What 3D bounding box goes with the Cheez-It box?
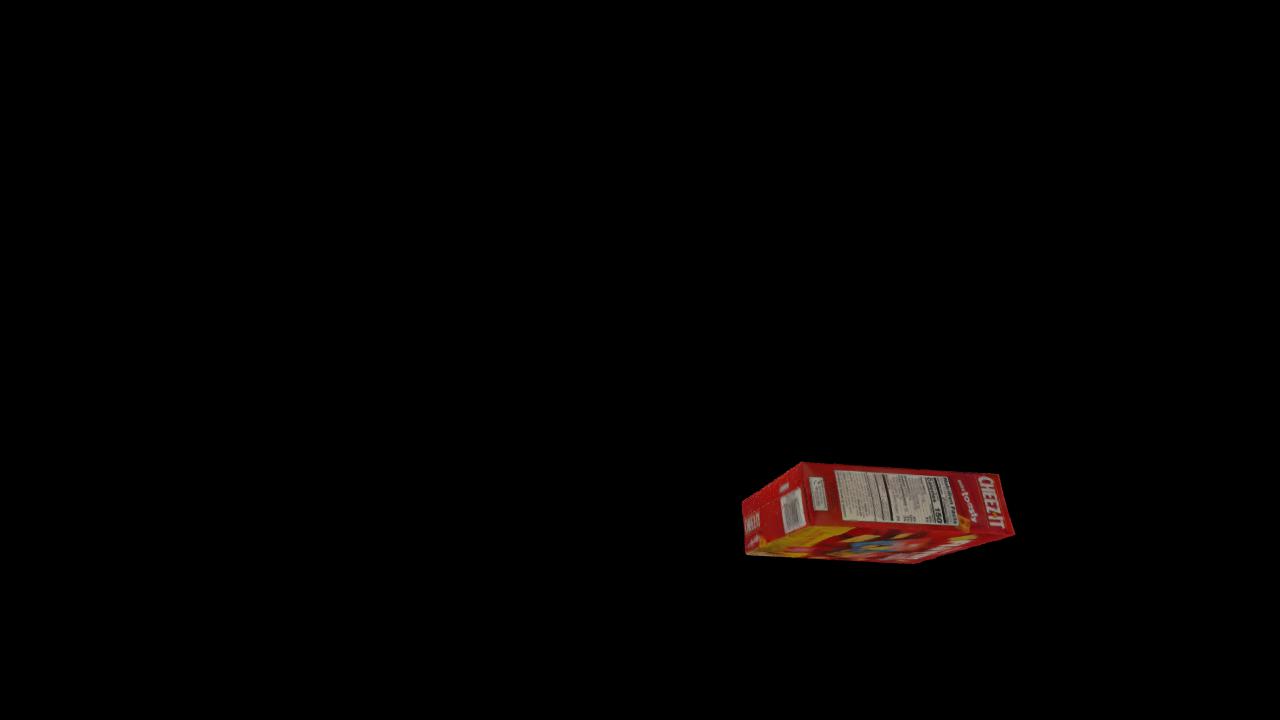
[{"bbox_3d":[0.241,0.168,0.656,0.223,0.071,0.166,6,-27,-11],"label":"Cheez-It box"}]
